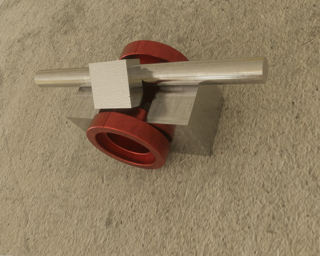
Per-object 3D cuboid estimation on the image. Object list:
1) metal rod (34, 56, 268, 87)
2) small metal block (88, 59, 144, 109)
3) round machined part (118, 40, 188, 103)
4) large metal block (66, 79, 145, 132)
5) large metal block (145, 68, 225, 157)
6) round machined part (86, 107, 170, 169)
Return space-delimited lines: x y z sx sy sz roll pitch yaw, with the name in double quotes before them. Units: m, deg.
"metal rod" -0.034 -0.061 0.358 0.300 0.025 0.025 3 63 29
"small metal block" -0.048 -0.048 0.340 0.050 0.025 0.050 1 103 30
"round machined part" -0.009 -0.065 0.404 0.098 0.098 0.042 4 65 30
"large metal block" -0.069 -0.029 0.424 0.050 0.080 0.080 5 64 30
"large metal block" 0.034 -0.021 0.365 0.050 0.080 0.080 4 64 30
"round machined part" -0.034 0.008 0.371 0.098 0.098 0.042 5 59 30
